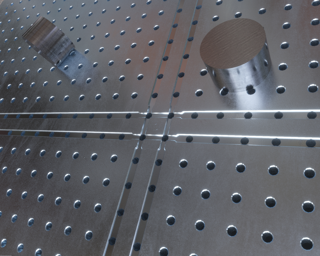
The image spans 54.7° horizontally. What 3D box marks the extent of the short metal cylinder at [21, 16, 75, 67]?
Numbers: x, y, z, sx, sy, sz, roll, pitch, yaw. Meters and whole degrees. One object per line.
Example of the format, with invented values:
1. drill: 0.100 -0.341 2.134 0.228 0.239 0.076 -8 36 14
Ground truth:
1. short metal cylinder: -0.207 -0.159 0.576 0.080 0.080 0.050 32 80 37

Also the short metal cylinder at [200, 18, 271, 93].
1. short metal cylinder: 0.097 -0.093 0.397 0.080 0.050 0.080 -13 56 20
